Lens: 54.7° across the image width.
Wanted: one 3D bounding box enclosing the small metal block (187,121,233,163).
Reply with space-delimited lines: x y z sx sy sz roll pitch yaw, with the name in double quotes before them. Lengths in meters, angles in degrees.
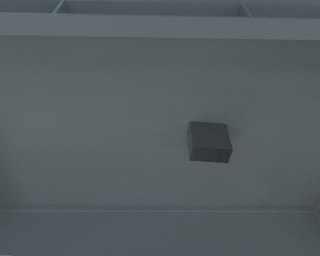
"small metal block" 0.064 0.018 0.409 0.050 0.050 0.025 4 130 -4
